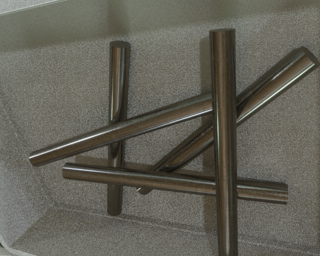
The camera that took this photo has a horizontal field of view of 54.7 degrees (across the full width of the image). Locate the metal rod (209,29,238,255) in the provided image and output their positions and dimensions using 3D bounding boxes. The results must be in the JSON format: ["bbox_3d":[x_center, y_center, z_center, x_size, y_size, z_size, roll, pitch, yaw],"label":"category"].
[{"bbox_3d":[0.075,0.043,0.354,0.025,0.025,0.298,5,115,26],"label":"metal rod"}]

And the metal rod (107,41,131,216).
[{"bbox_3d":[-0.064,0.022,0.455,0.025,0.025,0.298,19,126,17],"label":"metal rod"}]

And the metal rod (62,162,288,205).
[{"bbox_3d":[0.009,0.072,0.416,0.301,0.025,0.025,4,121,15],"label":"metal rod"}]

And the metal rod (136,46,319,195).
[{"bbox_3d":[0.058,0.012,0.385,0.025,0.025,0.299,44,129,-3],"label":"metal rod"}]

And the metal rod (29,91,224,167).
[{"bbox_3d":[-0.059,0.007,0.412,0.300,0.025,0.025,-17,110,24],"label":"metal rod"}]
